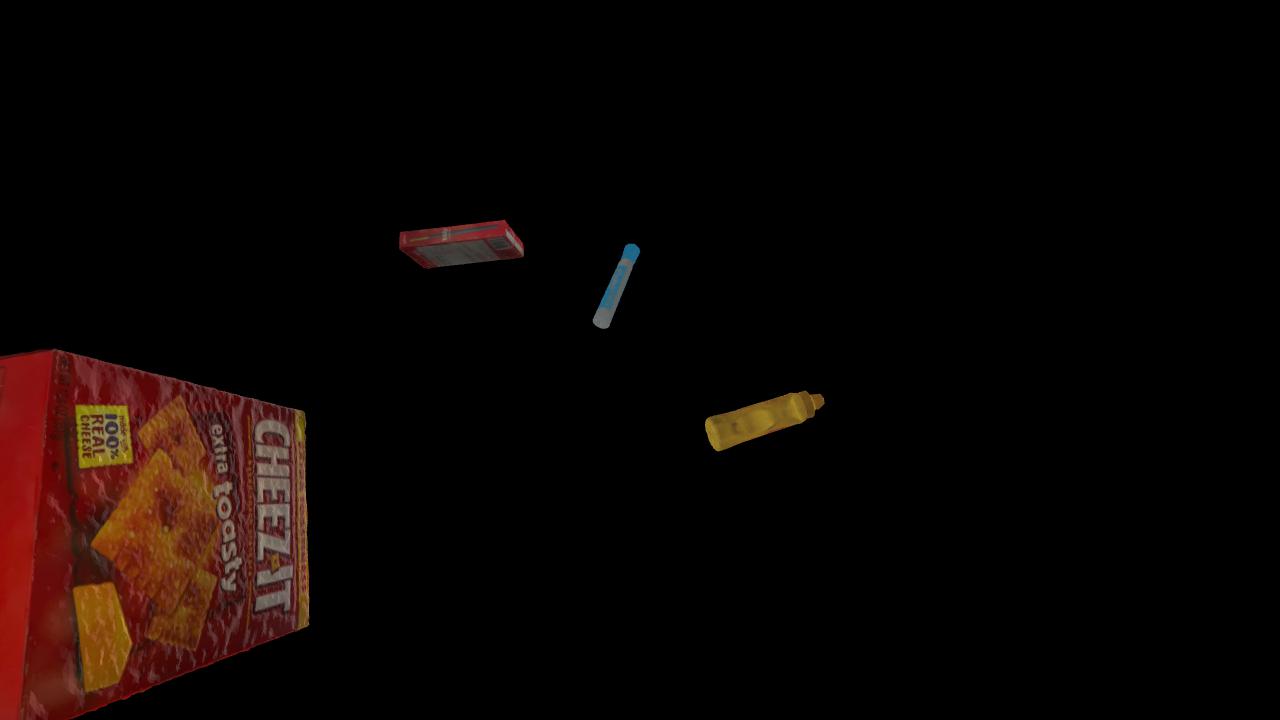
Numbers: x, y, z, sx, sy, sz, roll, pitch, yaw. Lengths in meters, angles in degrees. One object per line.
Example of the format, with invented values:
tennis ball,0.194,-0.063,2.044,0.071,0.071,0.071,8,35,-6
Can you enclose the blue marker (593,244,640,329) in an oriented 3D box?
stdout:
blue marker,-0.024,-0.086,0.683,0.020,0.121,0.020,14,-35,10

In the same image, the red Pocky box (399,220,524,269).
red Pocky box,-0.252,-0.164,0.877,0.155,0.028,0.083,-5,-12,5

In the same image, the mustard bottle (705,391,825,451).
mustard bottle,0.194,0.087,0.939,0.184,0.054,0.092,-17,-13,-4

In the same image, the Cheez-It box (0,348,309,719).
Cheez-It box,-0.285,0.100,0.364,0.071,0.166,0.223,-6,-12,-1
